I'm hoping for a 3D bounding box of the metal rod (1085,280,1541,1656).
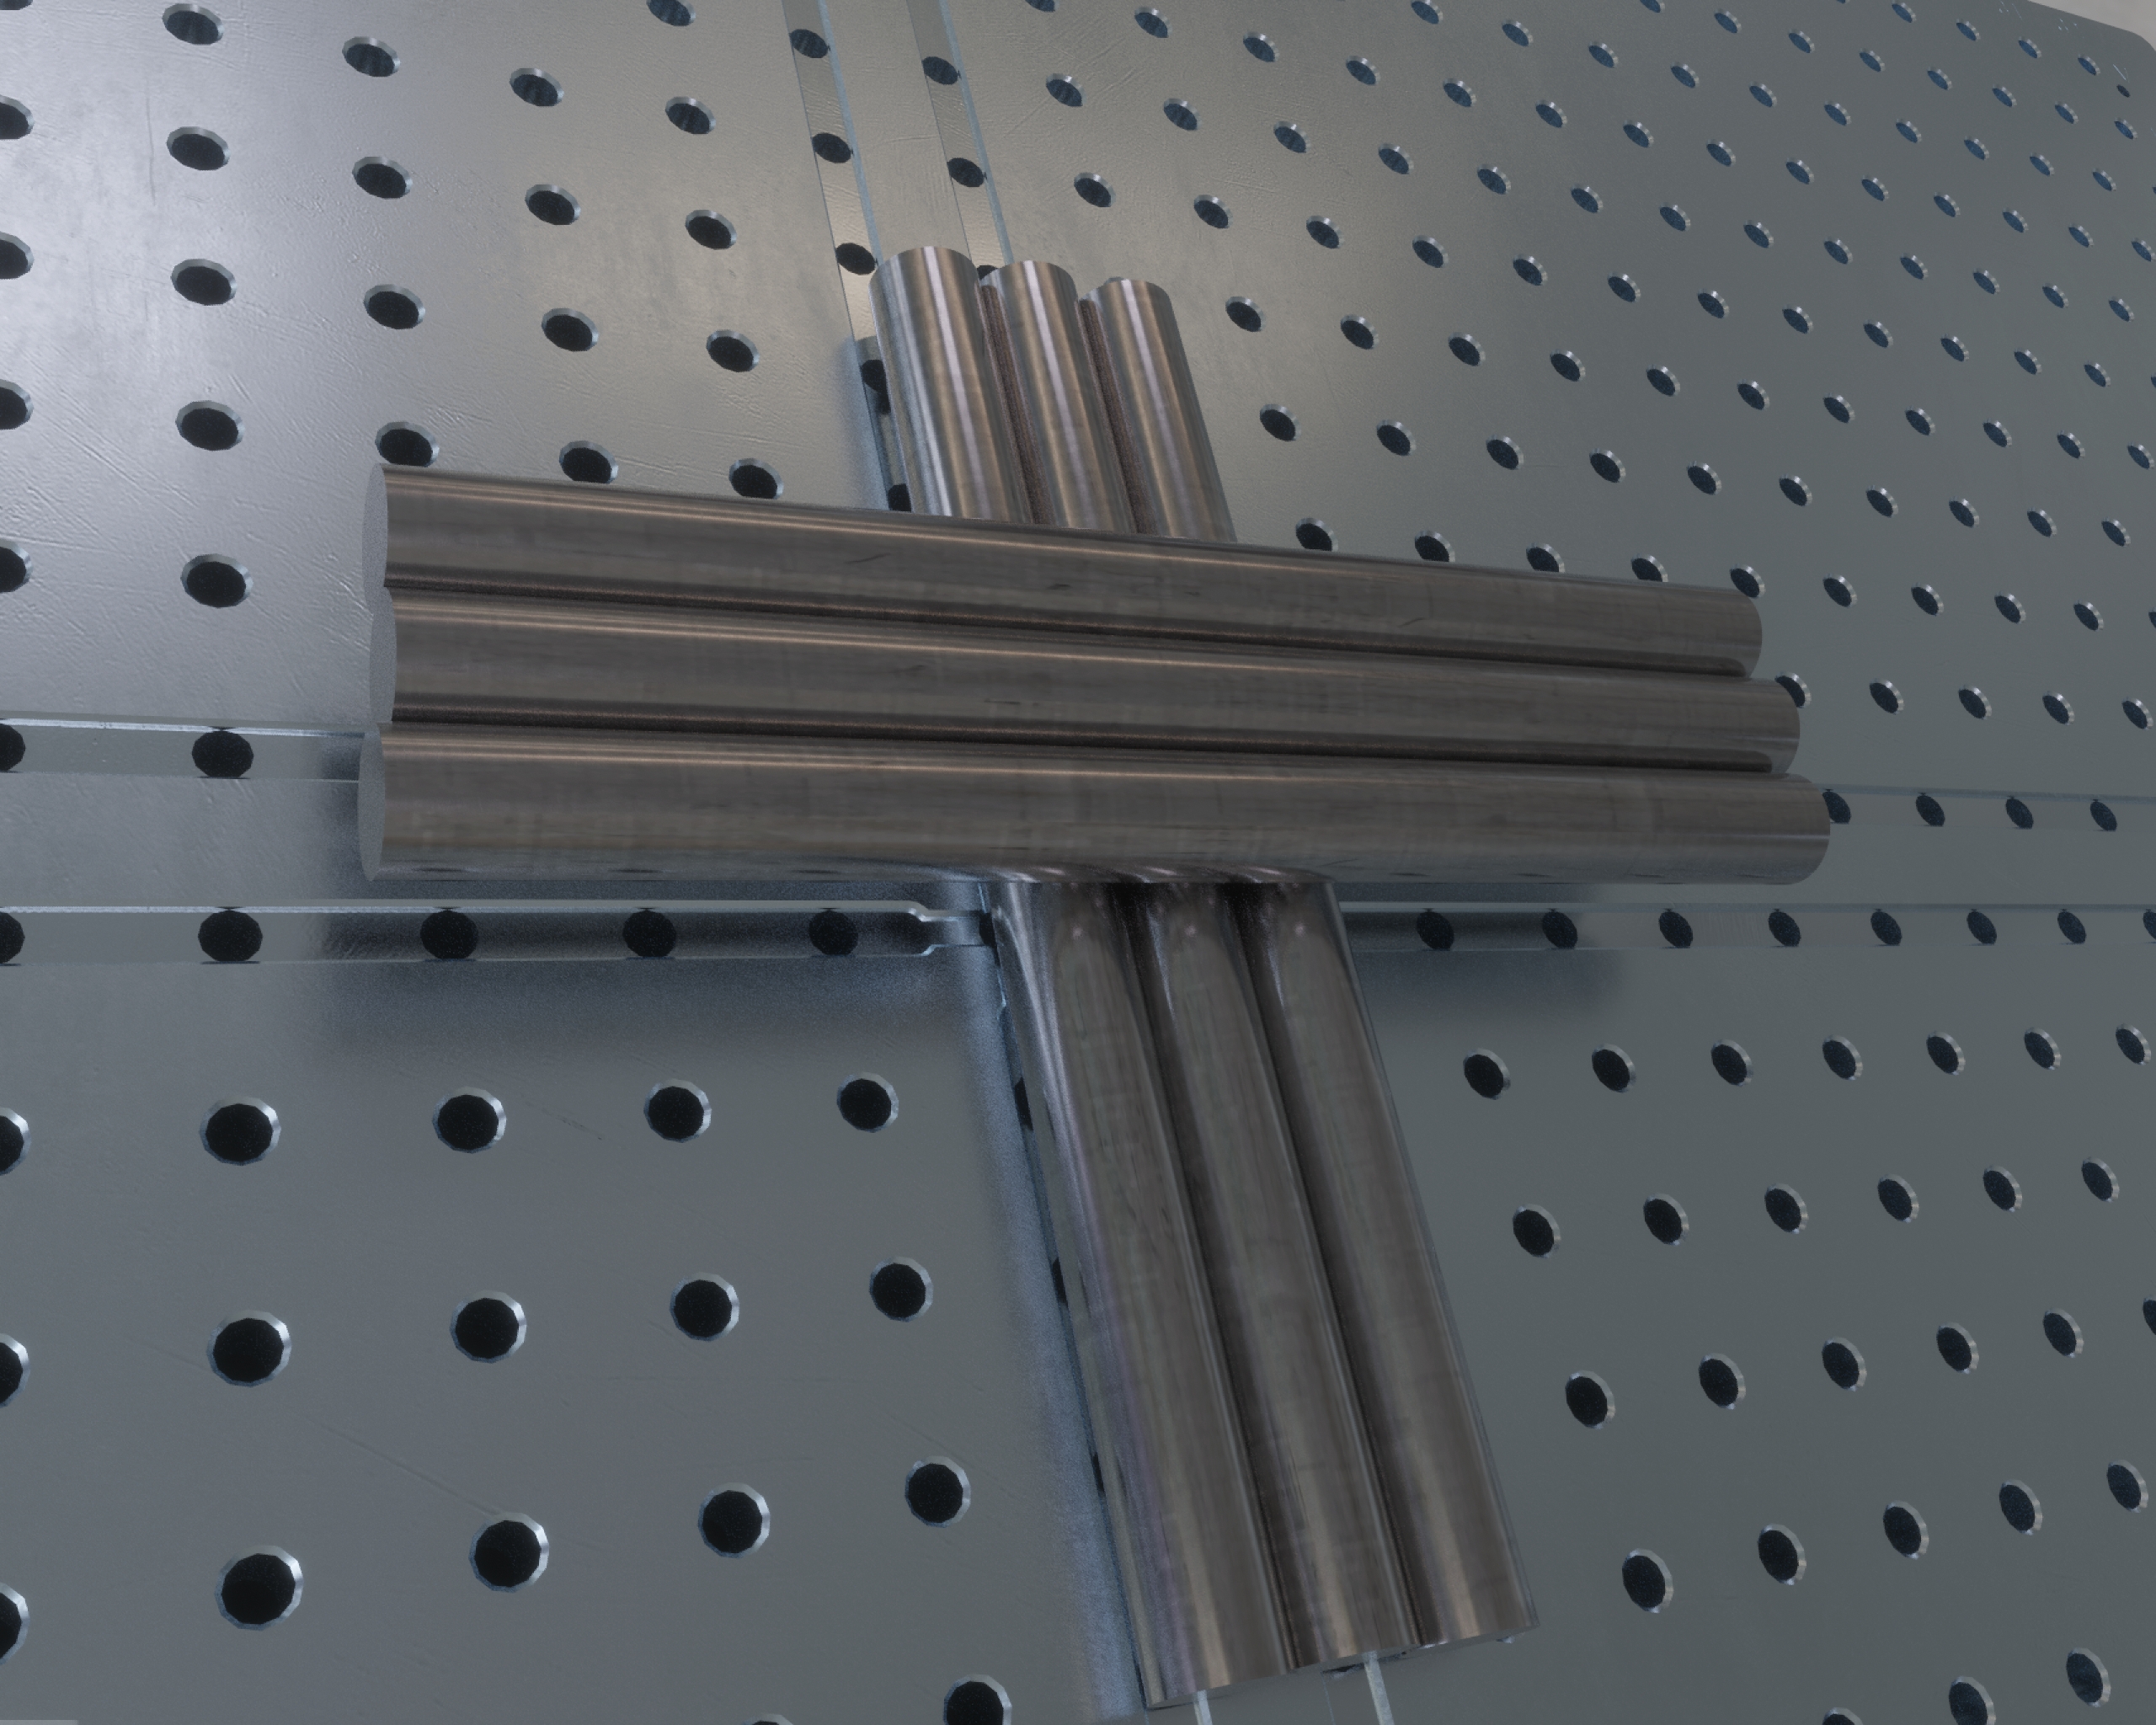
[{"bbox_3d":[0.039,0.003,0.426,0.025,0.025,0.299,2,61,-27],"label":"metal rod"}]

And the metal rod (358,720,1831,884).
[{"bbox_3d":[0.024,-0.009,0.394,0.302,0.025,0.025,0,62,-28],"label":"metal rod"}]

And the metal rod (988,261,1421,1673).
[{"bbox_3d":[0.016,0.002,0.415,0.025,0.025,0.299,2,61,-27],"label":"metal rod"}]

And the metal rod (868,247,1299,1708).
[{"bbox_3d":[-0.005,0.003,0.403,0.025,0.025,0.299,2,61,-27],"label":"metal rod"}]

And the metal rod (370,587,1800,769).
[{"bbox_3d":[0.022,-0.031,0.406,0.302,0.025,0.025,0,62,-28],"label":"metal rod"}]

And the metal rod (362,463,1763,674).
[{"bbox_3d":[0.017,-0.053,0.417,0.302,0.025,0.025,0,62,-28],"label":"metal rod"}]
